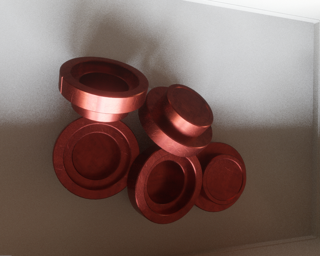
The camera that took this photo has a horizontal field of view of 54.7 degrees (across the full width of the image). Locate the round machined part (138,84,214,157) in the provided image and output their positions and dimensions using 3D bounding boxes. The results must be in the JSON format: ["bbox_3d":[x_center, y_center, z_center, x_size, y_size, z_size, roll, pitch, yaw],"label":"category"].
[{"bbox_3d":[0.026,-0.016,0.381,0.099,0.042,0.098,24,40,-22],"label":"round machined part"}]

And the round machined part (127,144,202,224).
[{"bbox_3d":[0.002,0.066,0.389,0.099,0.042,0.097,-5,99,-33],"label":"round machined part"}]

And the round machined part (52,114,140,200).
[{"bbox_3d":[-0.077,0.033,0.371,0.099,0.042,0.097,0,90,-21],"label":"round machined part"}]

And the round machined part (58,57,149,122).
[{"bbox_3d":[-0.066,-0.042,0.357,0.099,0.098,0.042,3,125,-20],"label":"round machined part"}]

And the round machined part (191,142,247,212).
[{"bbox_3d":[0.079,0.068,0.430,0.099,0.042,0.097,0,90,-21],"label":"round machined part"}]
